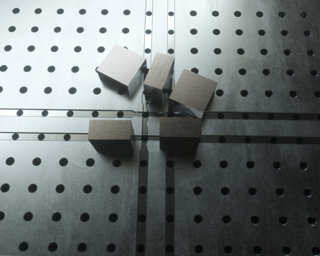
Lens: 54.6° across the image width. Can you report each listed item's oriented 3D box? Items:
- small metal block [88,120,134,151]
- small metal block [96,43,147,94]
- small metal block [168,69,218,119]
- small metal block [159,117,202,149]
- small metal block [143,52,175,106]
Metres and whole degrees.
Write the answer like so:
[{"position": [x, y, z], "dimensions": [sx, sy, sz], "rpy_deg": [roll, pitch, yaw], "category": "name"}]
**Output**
[{"position": [-0.060, 0.010, 0.394], "dimensions": [0.050, 0.050, 0.025], "rpy_deg": [0, 70, 0], "category": "small metal block"}, {"position": [-0.053, -0.085, 0.442], "dimensions": [0.050, 0.025, 0.050], "rpy_deg": [28, 72, 9], "category": "small metal block"}, {"position": [0.045, -0.047, 0.429], "dimensions": [0.050, 0.025, 0.050], "rpy_deg": [24, 72, 8], "category": "small metal block"}, {"position": [0.025, 0.007, 0.396], "dimensions": [0.050, 0.050, 0.025], "rpy_deg": [1, 70, 0], "category": "small metal block"}, {"position": [-0.001, -0.066, 0.423], "dimensions": [0.025, 0.050, 0.050], "rpy_deg": [18, 71, 7], "category": "small metal block"}]
